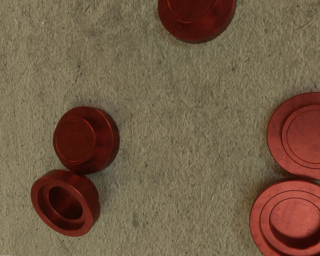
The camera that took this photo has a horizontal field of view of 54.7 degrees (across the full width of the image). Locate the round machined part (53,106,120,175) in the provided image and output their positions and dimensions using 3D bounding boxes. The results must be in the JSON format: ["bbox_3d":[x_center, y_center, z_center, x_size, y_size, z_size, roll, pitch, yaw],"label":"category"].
[{"bbox_3d":[-0.111,0.018,0.439,0.098,0.042,0.097,0,90,20],"label":"round machined part"}]

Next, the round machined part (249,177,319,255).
[{"bbox_3d":[0.152,0.104,0.346,0.098,0.042,0.097,0,90,20],"label":"round machined part"}]

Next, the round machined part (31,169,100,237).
[{"bbox_3d":[-0.126,0.099,0.432,0.098,0.042,0.097,9,117,19],"label":"round machined part"}]

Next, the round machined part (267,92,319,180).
[{"bbox_3d":[0.169,0.009,0.340,0.098,0.042,0.097,0,90,20],"label":"round machined part"}]

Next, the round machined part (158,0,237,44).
[{"bbox_3d":[0.043,-0.158,0.385,0.098,0.042,0.097,0,90,20],"label":"round machined part"}]
